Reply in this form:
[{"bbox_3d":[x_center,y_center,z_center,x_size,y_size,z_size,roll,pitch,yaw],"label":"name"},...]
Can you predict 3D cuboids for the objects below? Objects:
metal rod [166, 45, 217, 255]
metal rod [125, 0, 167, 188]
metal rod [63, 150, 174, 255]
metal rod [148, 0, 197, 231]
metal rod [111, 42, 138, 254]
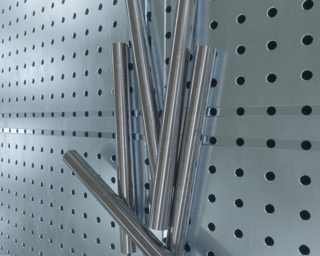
[{"bbox_3d":[0.033,0.052,0.380,0.025,0.025,0.298,14,99,39],"label":"metal rod"},{"bbox_3d":[-0.020,-0.066,0.423,0.025,0.025,0.298,-15,81,39],"label":"metal rod"},{"bbox_3d":[-0.043,0.122,0.408,0.300,0.025,0.025,38,113,33],"label":"metal rod"},{"bbox_3d":[0.017,-0.027,0.379,0.025,0.025,0.298,7,90,39],"label":"metal rod"},{"bbox_3d":[-0.052,0.027,0.449,0.025,0.025,0.298,-5,87,39],"label":"metal rod"}]
